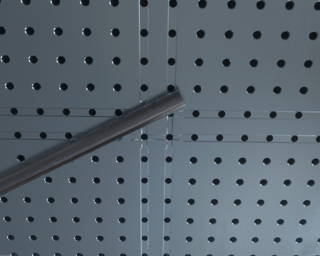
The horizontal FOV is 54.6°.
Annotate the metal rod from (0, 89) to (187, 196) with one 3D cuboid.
[{"bbox_3d":[-0.105,0.025,0.421,0.301,0.025,0.025,-25,108,9],"label":"metal rod"}]
